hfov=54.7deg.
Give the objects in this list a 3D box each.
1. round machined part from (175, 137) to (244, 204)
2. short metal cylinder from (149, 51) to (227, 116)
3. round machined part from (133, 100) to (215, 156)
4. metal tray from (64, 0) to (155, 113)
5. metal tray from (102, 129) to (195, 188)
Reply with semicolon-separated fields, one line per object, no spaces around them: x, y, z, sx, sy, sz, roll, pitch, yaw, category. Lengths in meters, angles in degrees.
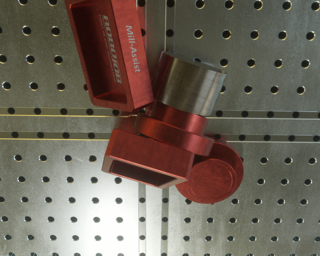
0.067;0.065;0.429;0.099;0.042;0.097;0;110;-1;round machined part
0.032;-0.054;0.364;0.080;0.080;0.050;17;107;-7;short metal cylinder
0.020;-0.003;0.376;0.099;0.098;0.042;19;93;-8;round machined part
-0.057;-0.087;0.347;0.030;0.090;0.129;-27;115;-36;metal tray
-0.022;0.043;0.377;0.091;0.130;0.030;18;72;-7;metal tray
